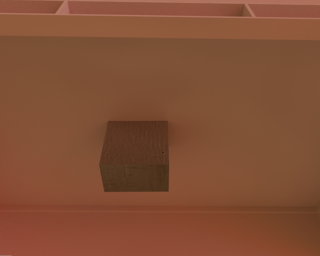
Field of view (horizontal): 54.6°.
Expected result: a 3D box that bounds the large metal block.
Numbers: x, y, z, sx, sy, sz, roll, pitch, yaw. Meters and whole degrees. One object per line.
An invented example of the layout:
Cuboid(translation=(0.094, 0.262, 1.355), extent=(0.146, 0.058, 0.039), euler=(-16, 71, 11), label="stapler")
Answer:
Cuboid(translation=(-0.030, 0.035, 0.402), extent=(0.080, 0.080, 0.050), euler=(0, 130, 0), label="large metal block")
